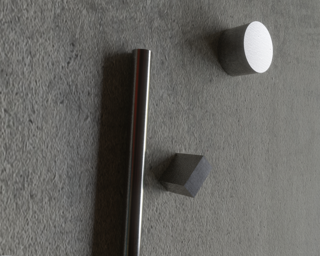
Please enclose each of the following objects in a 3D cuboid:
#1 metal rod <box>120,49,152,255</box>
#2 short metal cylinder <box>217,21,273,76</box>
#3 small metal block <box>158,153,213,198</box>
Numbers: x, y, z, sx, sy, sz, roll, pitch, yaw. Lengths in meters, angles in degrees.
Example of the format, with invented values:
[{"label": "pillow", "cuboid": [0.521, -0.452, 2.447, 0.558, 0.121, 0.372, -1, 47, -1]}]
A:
[{"label": "metal rod", "cuboid": [-0.031, 0.054, 0.378, 0.025, 0.025, 0.298, 5, 87, -40]}, {"label": "short metal cylinder", "cuboid": [0.139, -0.127, 0.505, 0.081, 0.050, 0.080, 0, 90, -40]}, {"label": "small metal block", "cuboid": [0.034, 0.062, 0.417, 0.050, 0.050, 0.025, -53, 121, -27]}]
